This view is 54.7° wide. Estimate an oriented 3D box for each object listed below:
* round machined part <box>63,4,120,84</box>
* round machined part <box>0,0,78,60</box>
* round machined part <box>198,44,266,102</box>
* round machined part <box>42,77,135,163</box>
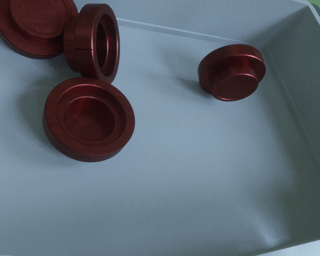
[{"bbox_3d":[-0.085,-0.102,0.385,0.042,0.098,0.098,4,55,10],"label":"round machined part"},{"bbox_3d":[-0.146,-0.136,0.374,0.099,0.042,0.097,1,88,-30],"label":"round machined part"},{"bbox_3d":[0.108,-0.075,0.463,0.099,0.097,0.042,10,58,-23],"label":"round machined part"},{"bbox_3d":[-0.082,-0.006,0.353,0.099,0.042,0.098,13,58,-21],"label":"round machined part"}]
